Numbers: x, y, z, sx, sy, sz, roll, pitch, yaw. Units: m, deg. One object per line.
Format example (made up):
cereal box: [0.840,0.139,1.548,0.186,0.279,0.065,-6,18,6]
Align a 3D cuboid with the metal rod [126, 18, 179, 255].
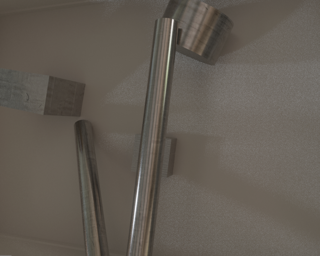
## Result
metal rod: [-0.010,0.038,0.308,0.025,0.025,0.298,5,84,19]

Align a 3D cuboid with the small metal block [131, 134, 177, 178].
small metal block: [-0.008,0.035,0.412,0.050,0.025,0.050,8,93,19]

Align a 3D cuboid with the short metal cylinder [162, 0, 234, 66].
short metal cylinder: [0.039,-0.114,0.367,0.080,0.080,0.050,27,99,17]

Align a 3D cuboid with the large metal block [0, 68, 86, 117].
large metal block: [-0.166,-0.048,0.438,0.080,0.080,0.050,11,94,19]

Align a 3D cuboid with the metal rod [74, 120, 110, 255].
metal rod: [-0.077,0.108,0.359,0.025,0.025,0.300,-32,50,17]
